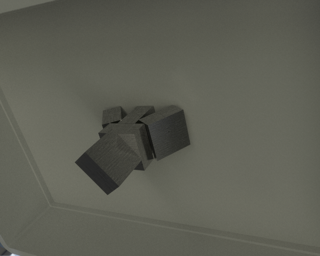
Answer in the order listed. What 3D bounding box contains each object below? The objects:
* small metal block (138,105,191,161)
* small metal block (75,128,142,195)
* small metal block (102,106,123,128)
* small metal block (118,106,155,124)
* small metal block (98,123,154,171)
[{"bbox_3d":[0.006,0.006,0.388,0.025,0.050,0.050,29,138,55],"label":"small metal block"},{"bbox_3d":[-0.056,0.037,0.344,0.050,0.050,0.025,46,129,-4],"label":"small metal block"},{"bbox_3d":[-0.059,0.004,0.420,0.025,0.050,0.050,-15,115,-2],"label":"small metal block"},{"bbox_3d":[-0.025,0.004,0.406,0.025,0.050,0.050,1,119,28],"label":"small metal block"},{"bbox_3d":[-0.040,0.022,0.376,0.050,0.025,0.050,1,119,28],"label":"small metal block"}]
